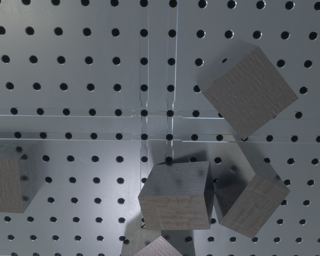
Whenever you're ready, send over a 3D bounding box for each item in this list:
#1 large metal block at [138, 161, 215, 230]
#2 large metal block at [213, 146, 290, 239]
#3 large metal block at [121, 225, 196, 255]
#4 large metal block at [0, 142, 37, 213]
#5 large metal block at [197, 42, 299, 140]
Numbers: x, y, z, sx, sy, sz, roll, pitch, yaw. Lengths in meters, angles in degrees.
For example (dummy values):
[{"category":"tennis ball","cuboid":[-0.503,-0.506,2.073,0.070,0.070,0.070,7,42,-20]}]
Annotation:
[{"category":"large metal block","cuboid":[0.026,0.087,0.408,0.080,0.080,0.050,-6,111,16]},{"category":"large metal block","cuboid":[0.115,0.084,0.416,0.050,0.080,0.080,27,108,-10]},{"category":"large metal block","cuboid":[-0.002,0.193,0.471,0.080,0.050,0.080,-39,106,13]},{"category":"large metal block","cuboid":[-0.220,0.066,0.423,0.080,0.050,0.079,4,110,-2]},{"category":"large metal block","cuboid":[0.105,-0.046,0.384,0.080,0.050,0.080,-40,105,13]}]
